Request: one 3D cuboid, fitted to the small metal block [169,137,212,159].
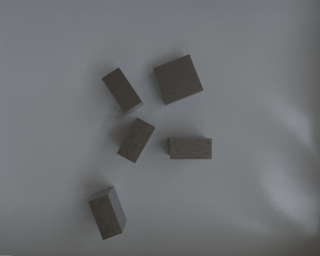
[{"bbox_3d":[0.037,0.025,0.399,0.050,0.050,0.025,0,90,0],"label":"small metal block"}]

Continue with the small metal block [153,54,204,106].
[{"bbox_3d":[0.024,-0.063,0.411,0.050,0.025,0.050,-22,90,0],"label":"small metal block"}]

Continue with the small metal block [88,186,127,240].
[{"bbox_3d":[-0.066,0.108,0.398,0.025,0.050,0.050,-21,90,0],"label":"small metal block"}]

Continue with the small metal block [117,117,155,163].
[{"bbox_3d":[-0.029,0.015,0.399,0.025,0.050,0.050,29,90,0],"label":"small metal block"}]

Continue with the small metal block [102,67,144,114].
[{"bbox_3d":[-0.046,-0.046,0.398,0.025,0.050,0.050,-34,90,0],"label":"small metal block"}]
